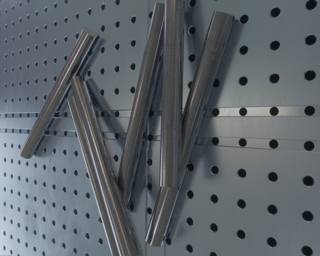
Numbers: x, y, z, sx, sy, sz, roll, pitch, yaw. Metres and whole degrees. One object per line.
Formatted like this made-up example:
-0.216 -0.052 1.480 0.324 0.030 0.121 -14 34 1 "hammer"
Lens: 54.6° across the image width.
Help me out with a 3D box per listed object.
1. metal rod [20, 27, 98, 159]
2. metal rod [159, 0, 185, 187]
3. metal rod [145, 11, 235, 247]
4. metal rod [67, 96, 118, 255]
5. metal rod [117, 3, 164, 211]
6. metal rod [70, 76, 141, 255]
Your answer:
-0.194 -0.051 0.571 0.299 0.025 0.025 -52 60 27 "metal rod"
0.016 -0.081 0.376 0.025 0.025 0.299 -4 81 40 "metal rod"
0.032 0.012 0.383 0.025 0.025 0.298 26 106 37 "metal rod"
-0.096 0.085 0.490 0.025 0.025 0.299 -32 70 35 "metal rod"
-0.028 -0.017 0.433 0.025 0.025 0.298 22 104 38 "metal rod"
-0.088 0.042 0.457 0.025 0.025 0.299 -42 57 32 "metal rod"
